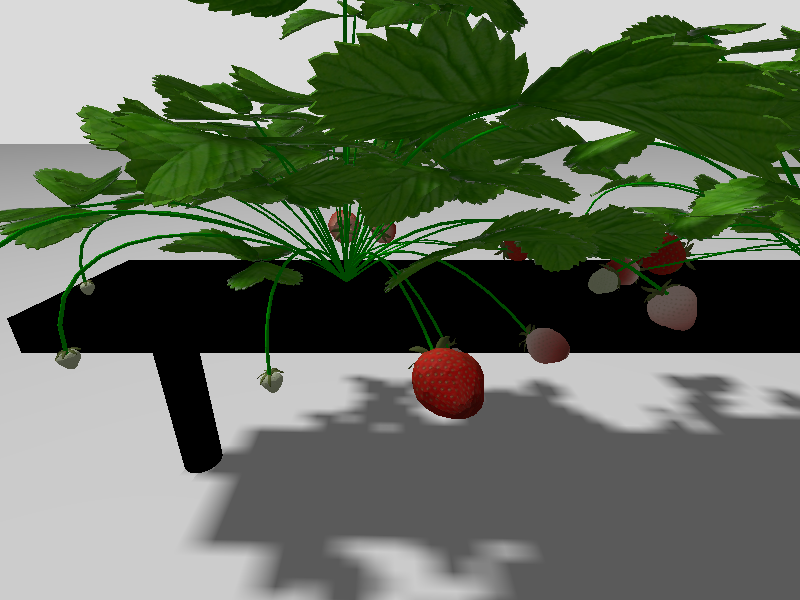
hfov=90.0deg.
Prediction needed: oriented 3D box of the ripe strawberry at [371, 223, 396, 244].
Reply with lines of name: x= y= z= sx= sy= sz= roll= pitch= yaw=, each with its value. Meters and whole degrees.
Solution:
ripe strawberry: x=-0.019 y=-0.088 z=0.501 sx=0.031 sy=0.033 sz=0.034 roll=5 pitch=23 yaw=11

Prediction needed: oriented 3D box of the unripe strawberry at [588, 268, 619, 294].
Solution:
unripe strawberry: x=0.172 y=-0.015 z=0.340 sx=0.022 sy=0.022 sz=0.024 roll=-34 pitch=23 yaw=7

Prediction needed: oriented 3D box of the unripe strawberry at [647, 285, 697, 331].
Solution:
unripe strawberry: x=0.194 y=0.007 z=0.283 sx=0.032 sy=0.033 sz=0.030 roll=-38 pitch=4 yaw=30

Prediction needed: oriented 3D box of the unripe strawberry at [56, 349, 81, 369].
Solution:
unripe strawberry: x=-0.183 y=0.033 z=0.222 sx=0.010 sy=0.011 sz=0.011 roll=18 pitch=29 yaw=36

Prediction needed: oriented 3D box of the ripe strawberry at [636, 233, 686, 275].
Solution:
ripe strawberry: x=0.249 y=-0.045 z=0.388 sx=0.045 sy=0.038 sz=0.044 roll=3 pitch=23 yaw=9

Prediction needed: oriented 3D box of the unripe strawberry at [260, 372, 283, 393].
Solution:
unripe strawberry: x=-0.065 y=0.042 z=0.204 sx=0.011 sy=0.011 sz=0.010 roll=2 pitch=23 yaw=5

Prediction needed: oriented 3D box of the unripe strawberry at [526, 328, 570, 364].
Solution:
unripe strawberry: x=0.089 y=0.027 z=0.240 sx=0.024 sy=0.021 sz=0.024 roll=-21 pitch=35 yaw=-40

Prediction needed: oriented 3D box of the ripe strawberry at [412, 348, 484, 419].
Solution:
ripe strawberry: x=0.025 y=0.041 z=0.195 sx=0.037 sy=0.032 sz=0.037 roll=-9 pitch=38 yaw=-20

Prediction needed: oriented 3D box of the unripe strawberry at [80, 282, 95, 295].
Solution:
unripe strawberry: x=-0.262 y=-0.010 z=0.335 sx=0.010 sy=0.011 sz=0.011 roll=-4 pitch=23 yaw=-9

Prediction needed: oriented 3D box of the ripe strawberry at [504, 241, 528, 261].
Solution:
ripe strawberry: x=0.126 y=-0.056 z=0.427 sx=0.032 sy=0.028 sz=0.032 roll=-8 pitch=24 yaw=-19

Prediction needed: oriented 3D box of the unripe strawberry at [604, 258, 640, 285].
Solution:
unripe strawberry: x=0.198 y=-0.026 z=0.360 sx=0.026 sy=0.026 sz=0.029 roll=-1 pitch=23 yaw=-2

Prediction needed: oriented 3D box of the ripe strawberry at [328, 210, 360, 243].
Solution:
ripe strawberry: x=-0.070 y=-0.093 z=0.505 sx=0.039 sy=0.041 sz=0.042 roll=-3 pitch=23 yaw=-7
